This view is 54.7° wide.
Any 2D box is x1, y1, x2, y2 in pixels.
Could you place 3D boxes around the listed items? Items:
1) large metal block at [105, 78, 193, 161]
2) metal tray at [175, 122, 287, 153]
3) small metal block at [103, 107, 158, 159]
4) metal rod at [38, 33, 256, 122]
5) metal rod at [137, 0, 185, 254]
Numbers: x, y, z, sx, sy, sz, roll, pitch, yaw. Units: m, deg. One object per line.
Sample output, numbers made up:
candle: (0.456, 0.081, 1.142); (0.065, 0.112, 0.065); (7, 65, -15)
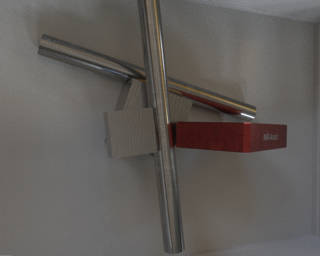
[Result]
large metal block: (-0.015, -0.008, 0.391); (0.081, 0.050, 0.080); (19, 84, -20)
metal tray: (0.091, 0.009, 0.381); (0.131, 0.090, 0.030); (1, 91, -52)
small metal block: (-0.033, 0.005, 0.344); (0.050, 0.025, 0.050); (-7, 92, -21)
metal rod: (-0.001, -0.060, 0.410); (0.302, 0.025, 0.025); (15, 85, -20)
metal rod: (0.001, -0.006, 0.357); (0.025, 0.025, 0.298); (-7, 93, -20)
